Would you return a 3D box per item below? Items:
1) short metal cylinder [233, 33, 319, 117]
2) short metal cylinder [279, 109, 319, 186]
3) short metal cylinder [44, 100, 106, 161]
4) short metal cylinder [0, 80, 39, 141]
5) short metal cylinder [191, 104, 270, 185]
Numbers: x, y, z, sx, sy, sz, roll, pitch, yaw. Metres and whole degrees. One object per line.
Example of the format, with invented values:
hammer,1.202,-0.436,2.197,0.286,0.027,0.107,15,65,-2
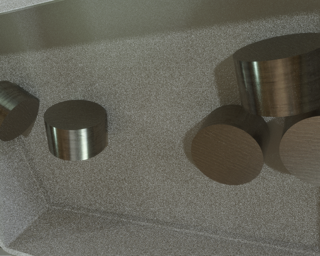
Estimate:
short metal cylinder,0.111,-0.050,0.283,0.080,0.080,0.050,-3,117,29
short metal cylinder,0.166,0.012,0.312,0.080,0.050,0.079,13,124,20
short metal cylinder,-0.117,0.001,0.433,0.080,0.080,0.050,17,125,18
short metal cylinder,-0.236,-0.026,0.478,0.050,0.080,0.079,34,129,5
short metal cylinder,0.083,0.019,0.360,0.080,0.050,0.079,13,124,20
